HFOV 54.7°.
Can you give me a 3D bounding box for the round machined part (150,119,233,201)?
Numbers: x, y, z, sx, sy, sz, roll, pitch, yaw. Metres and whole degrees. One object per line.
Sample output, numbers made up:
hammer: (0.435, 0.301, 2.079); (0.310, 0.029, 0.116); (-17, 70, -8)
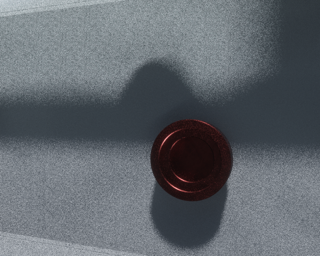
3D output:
round machined part: (0.041, 0.038, 0.386); (0.098, 0.042, 0.097); (0, 90, 19)
